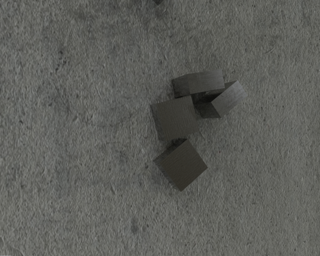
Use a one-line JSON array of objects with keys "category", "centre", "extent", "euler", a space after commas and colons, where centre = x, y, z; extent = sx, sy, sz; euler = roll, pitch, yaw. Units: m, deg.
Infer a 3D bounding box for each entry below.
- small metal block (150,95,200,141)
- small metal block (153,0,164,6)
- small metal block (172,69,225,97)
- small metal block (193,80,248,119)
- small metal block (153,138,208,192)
[{"category": "small metal block", "centre": [0.020, -0.013, 0.416], "extent": [0.050, 0.025, 0.050], "euler": [-16, 96, -19]}, {"category": "small metal block", "centre": [-0.004, -0.191, 0.394], "extent": [0.050, 0.050, 0.025], "euler": [42, 77, -15]}, {"category": "small metal block", "centre": [0.050, -0.059, 0.414], "extent": [0.050, 0.050, 0.025], "euler": [-12, 94, -20]}, {"category": "small metal block", "centre": [0.082, -0.038, 0.426], "extent": [0.050, 0.050, 0.025], "euler": [-39, 103, -16]}, {"category": "small metal block", "centre": [0.028, 0.049, 0.419], "extent": [0.050, 0.025, 0.050], "euler": [-39, 103, -16]}]
